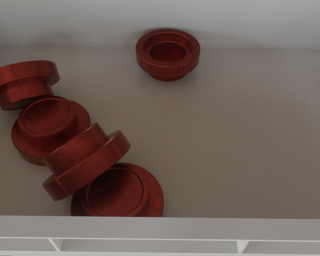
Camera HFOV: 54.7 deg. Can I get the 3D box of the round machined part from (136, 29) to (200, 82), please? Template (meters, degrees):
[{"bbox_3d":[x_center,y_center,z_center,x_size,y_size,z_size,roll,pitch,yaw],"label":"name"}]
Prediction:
[{"bbox_3d":[0.012,-0.111,0.487,0.099,0.042,0.098,0,50,0],"label":"round machined part"}]

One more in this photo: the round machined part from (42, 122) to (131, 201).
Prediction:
[{"bbox_3d":[-0.083,0.030,0.330,0.099,0.098,0.042,-39,99,-28],"label":"round machined part"}]

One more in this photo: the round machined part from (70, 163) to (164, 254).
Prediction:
[{"bbox_3d":[-0.045,0.077,0.329,0.099,0.042,0.098,0,50,0],"label":"round machined part"}]

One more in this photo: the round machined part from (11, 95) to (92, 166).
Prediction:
[{"bbox_3d":[-0.140,-0.004,0.396,0.099,0.042,0.098,0,50,0],"label":"round machined part"}]

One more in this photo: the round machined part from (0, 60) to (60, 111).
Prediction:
[{"bbox_3d":[-0.182,-0.053,0.414,0.099,0.098,0.042,-19,91,-15],"label":"round machined part"}]
